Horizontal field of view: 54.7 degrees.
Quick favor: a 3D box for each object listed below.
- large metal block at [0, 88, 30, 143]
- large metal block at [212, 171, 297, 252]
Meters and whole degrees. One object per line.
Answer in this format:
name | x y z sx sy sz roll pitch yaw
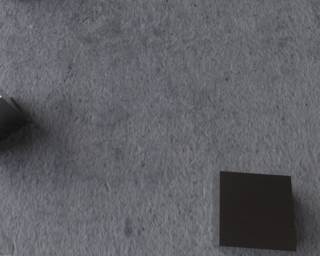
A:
large metal block | -0.225 -0.015 0.382 0.080 0.080 0.050 -39 75 -13
large metal block | 0.105 0.097 0.361 0.081 0.050 0.080 4 70 1
